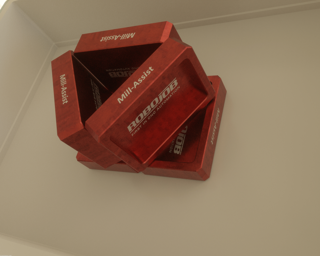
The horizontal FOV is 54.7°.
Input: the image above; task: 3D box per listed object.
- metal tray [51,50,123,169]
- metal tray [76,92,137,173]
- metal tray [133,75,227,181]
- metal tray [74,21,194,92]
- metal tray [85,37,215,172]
[{"bbox_3d":[-0.089,-0.024,0.384,0.030,0.090,0.130,-28,52,11],"label":"metal tray"},{"bbox_3d":[-0.054,-0.005,0.434,0.090,0.030,0.130,1,61,28],"label":"metal tray"},{"bbox_3d":[0.026,-0.003,0.390,0.090,0.030,0.130,1,61,29],"label":"metal tray"},{"bbox_3d":[-0.030,-0.083,0.388,0.130,0.090,0.030,2,63,29],"label":"metal tray"},{"bbox_3d":[-0.005,-0.022,0.338,0.130,0.090,0.030,-46,51,-4],"label":"metal tray"}]
